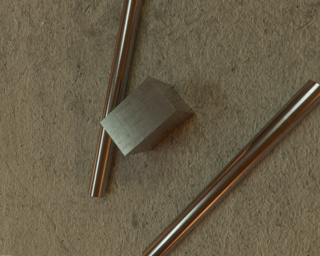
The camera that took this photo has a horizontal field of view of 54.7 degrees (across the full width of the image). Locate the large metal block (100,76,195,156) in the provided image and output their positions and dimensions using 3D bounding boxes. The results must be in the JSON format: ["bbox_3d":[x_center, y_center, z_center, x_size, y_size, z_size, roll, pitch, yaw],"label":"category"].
[{"bbox_3d":[-0.012,-0.013,0.384,0.080,0.080,0.050,-41,77,15],"label":"large metal block"}]

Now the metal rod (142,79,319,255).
[{"bbox_3d":[0.081,0.064,0.380,0.025,0.025,0.299,44,103,14],"label":"metal rod"}]

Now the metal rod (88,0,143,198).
[{"bbox_3d":[-0.061,-0.051,0.430,0.025,0.025,0.298,13,94,19],"label":"metal rod"}]
